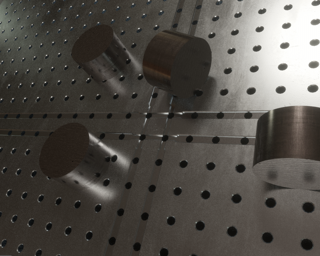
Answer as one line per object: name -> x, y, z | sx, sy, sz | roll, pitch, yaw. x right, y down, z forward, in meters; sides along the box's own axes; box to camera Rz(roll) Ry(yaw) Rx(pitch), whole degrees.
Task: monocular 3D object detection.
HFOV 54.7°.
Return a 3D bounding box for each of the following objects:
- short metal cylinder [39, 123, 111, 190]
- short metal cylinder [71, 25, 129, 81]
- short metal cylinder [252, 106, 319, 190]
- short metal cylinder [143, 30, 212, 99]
short metal cylinder -> -0.116, 0.039, 0.427 | 0.080, 0.050, 0.080 | -13, 56, 20
short metal cylinder -> -0.099, -0.125, 0.519 | 0.080, 0.050, 0.080 | -13, 56, 20
short metal cylinder -> 0.131, 0.021, 0.291 | 0.080, 0.080, 0.050 | 0, 62, 28
short metal cylinder -> 0.024, -0.085, 0.412 | 0.050, 0.080, 0.080 | 29, 77, 37
